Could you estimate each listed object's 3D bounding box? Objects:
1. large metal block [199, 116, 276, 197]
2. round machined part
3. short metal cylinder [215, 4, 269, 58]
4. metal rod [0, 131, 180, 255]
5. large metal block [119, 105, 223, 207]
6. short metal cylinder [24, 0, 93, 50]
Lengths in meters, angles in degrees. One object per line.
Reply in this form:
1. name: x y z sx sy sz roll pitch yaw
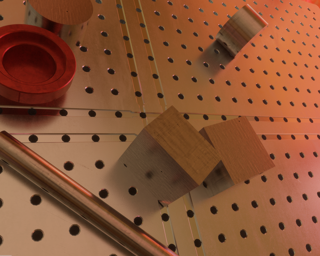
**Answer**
1. large metal block: 0.094 0.037 0.420 0.081 0.050 0.080 -14 69 -34
2. round machined part: -0.151 -0.068 0.358 0.099 0.042 0.098 14 56 -21
3. short metal cylinder: 0.147 -0.173 0.557 0.050 0.080 0.080 47 51 4
4. metal rod: -0.044 0.102 0.321 0.301 0.025 0.025 37 51 -4
5. large metal block: 0.010 0.035 0.357 0.080 0.080 0.050 46 51 4
6. short metal cylinder: -0.135 -0.149 0.410 0.081 0.050 0.080 14 56 -21
